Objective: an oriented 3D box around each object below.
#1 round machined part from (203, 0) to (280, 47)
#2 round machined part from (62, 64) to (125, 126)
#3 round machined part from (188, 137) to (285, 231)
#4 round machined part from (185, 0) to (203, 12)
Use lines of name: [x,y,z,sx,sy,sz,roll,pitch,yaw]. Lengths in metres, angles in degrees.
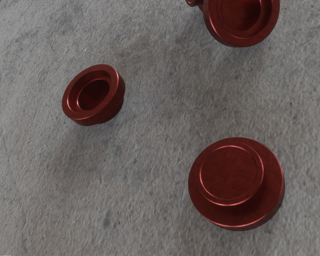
round machined part: [0.103,-0.156,0.410,0.098,0.098,0.042,-42,18,-1]
round machined part: [-0.095,-0.045,0.469,0.098,0.042,0.098,-13,56,20]
round machined part: [0.075,0.052,0.321,0.098,0.042,0.098,-13,56,20]
round machined part: [0.059,-0.217,0.454,0.042,0.098,0.098,-17,52,-7]
